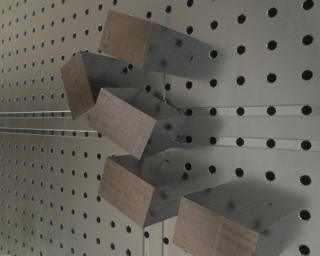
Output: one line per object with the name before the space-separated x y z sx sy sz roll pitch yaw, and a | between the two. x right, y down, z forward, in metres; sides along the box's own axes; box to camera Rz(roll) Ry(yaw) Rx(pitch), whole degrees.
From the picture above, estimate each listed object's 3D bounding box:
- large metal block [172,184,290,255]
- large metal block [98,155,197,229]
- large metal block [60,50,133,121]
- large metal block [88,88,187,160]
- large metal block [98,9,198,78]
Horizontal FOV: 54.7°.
large metal block | 0.072 0.101 0.313 0.080 0.081 0.050 18 102 38
large metal block | -0.016 0.072 0.385 0.080 0.081 0.050 26 106 37
large metal block | -0.085 -0.056 0.441 0.050 0.081 0.080 -29 72 36
large metal block | -0.026 -0.010 0.383 0.080 0.080 0.050 31 110 22
large metal block | -0.014 -0.103 0.384 0.080 0.081 0.050 29 108 36
